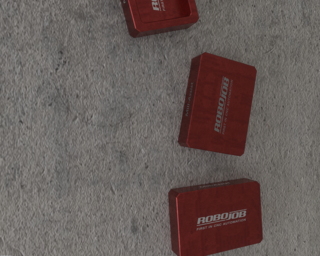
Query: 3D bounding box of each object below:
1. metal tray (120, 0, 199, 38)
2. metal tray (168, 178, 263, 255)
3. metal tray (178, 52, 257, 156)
[{"bbox_3d":[-0.009,-0.191,0.402,0.091,0.030,0.129,-16,96,-19],"label":"metal tray"},{"bbox_3d":[0.080,0.125,0.436,0.131,0.030,0.089,-4,92,-20],"label":"metal tray"},{"bbox_3d":[0.082,-0.031,0.436,0.091,0.030,0.129,11,86,-20],"label":"metal tray"}]
